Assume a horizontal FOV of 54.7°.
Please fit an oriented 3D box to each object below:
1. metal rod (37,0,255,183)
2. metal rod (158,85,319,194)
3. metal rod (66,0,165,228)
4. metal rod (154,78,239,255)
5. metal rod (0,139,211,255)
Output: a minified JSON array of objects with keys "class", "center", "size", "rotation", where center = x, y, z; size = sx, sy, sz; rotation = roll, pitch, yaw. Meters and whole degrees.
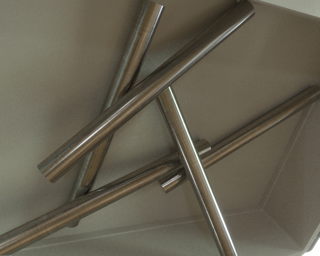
[{"class":"metal rod","center":[-0.006,-0.049,0.348],"size":[0.301,0.025,0.025],"rotation":[-41,130,-11]},{"class":"metal rod","center":[0.131,0.014,0.488],"size":[0.301,0.025,0.025],"rotation":[-30,129,-9]},{"class":"metal rod","center":[-0.064,-0.003,0.371],"size":[0.025,0.025,0.298],"rotation":[11,113,-33]},{"class":"metal rod","center":[0.054,0.073,0.419],"size":[0.025,0.025,0.299],"rotation":[-27,108,-12]},{"class":"metal rod","center":[-0.058,0.081,0.400],"size":[0.302,0.025,0.025],"rotation":[-23,128,-25]}]
